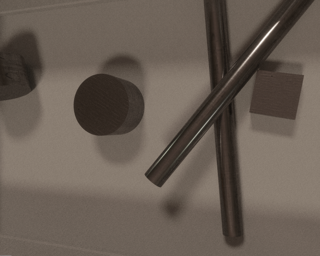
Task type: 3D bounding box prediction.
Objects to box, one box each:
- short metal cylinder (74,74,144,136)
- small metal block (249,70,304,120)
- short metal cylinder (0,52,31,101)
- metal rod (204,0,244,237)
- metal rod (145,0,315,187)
[{"bbox_3d":[-0.068,-0.030,0.420,0.080,0.050,0.079,0,90,19],"label":"short metal cylinder"},{"bbox_3d":[0.136,-0.038,0.363,0.050,0.025,0.050,11,94,19],"label":"small metal block"},{"bbox_3d":[-0.241,-0.075,0.464,0.080,0.080,0.050,-15,85,19],"label":"short metal cylinder"},{"bbox_3d":[0.078,-0.020,0.382,0.025,0.025,0.298,-5,88,19],"label":"metal rod"},{"bbox_3d":[0.086,-0.055,0.356,0.025,0.025,0.299,40,93,15],"label":"metal rod"}]
